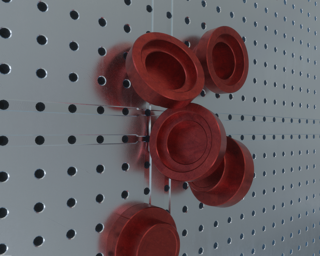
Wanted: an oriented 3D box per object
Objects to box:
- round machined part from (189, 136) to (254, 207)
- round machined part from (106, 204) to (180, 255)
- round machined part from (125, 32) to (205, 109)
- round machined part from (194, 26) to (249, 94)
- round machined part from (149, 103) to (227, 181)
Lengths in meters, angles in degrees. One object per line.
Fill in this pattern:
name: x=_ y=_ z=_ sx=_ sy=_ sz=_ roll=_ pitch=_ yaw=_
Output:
round machined part: x=0.074 y=0.056 z=0.422 sx=0.042 sy=0.098 sz=0.098 roll=21 pitch=77 yaw=-38
round machined part: x=-0.013 y=0.147 z=0.386 sx=0.099 sy=0.042 sz=0.097 roll=0 pitch=90 yaw=-40
round machined part: x=0.003 y=-0.066 z=0.383 sx=0.099 sy=0.042 sz=0.098 roll=15 pitch=57 yaw=-24
round machined part: x=0.088 y=-0.100 z=0.470 sx=0.099 sy=0.042 sz=0.097 roll=0 pitch=90 yaw=-40
round machined part: x=0.038 y=0.019 z=0.397 sx=0.042 sy=0.098 sz=0.098 roll=19 pitch=78 yaw=-57
